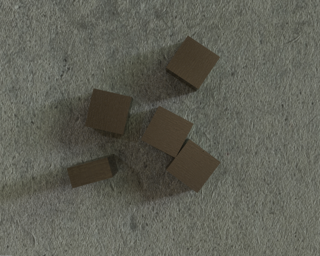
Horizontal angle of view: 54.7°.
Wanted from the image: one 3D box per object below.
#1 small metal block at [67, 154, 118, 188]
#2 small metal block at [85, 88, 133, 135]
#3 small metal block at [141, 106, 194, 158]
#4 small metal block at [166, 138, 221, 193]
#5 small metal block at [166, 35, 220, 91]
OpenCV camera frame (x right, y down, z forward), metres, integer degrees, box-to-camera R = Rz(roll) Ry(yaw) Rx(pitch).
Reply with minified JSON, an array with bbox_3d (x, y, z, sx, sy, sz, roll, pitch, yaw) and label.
[{"bbox_3d":[-0.084,0.054,0.397,0.050,0.050,0.025,-15,90,0],"label":"small metal block"},{"bbox_3d":[-0.066,-0.021,0.409,0.050,0.025,0.050,13,90,0],"label":"small metal block"},{"bbox_3d":[0.009,0.005,0.410,0.050,0.025,0.050,28,90,0],"label":"small metal block"},{"bbox_3d":[0.043,0.049,0.410,0.050,0.025,0.050,37,90,0],"label":"small metal block"},{"bbox_3d":[0.043,-0.085,0.410,0.050,0.025,0.050,34,90,0],"label":"small metal block"}]
